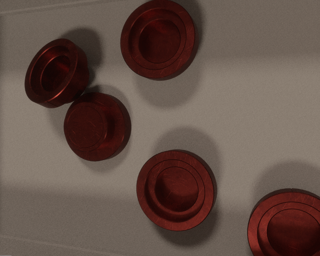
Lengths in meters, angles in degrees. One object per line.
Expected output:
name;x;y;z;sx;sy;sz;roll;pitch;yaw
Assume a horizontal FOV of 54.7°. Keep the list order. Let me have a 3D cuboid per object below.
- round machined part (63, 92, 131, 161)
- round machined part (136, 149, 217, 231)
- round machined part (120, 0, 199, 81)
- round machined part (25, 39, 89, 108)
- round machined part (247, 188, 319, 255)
round machined part;-0.094;-0.002;0.433;0.098;0.042;0.097;0;90;19
round machined part;0.023;0.075;0.393;0.098;0.042;0.097;0;90;19
round machined part;0.002;-0.110;0.400;0.098;0.042;0.097;0;90;19
round machined part;-0.140;-0.073;0.438;0.098;0.042;0.098;-10;67;26
round machined part;0.151;0.116;0.348;0.098;0.042;0.097;0;90;19
